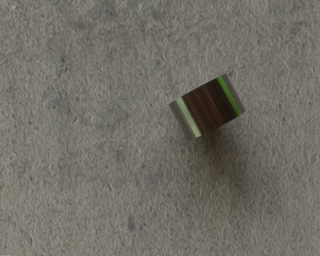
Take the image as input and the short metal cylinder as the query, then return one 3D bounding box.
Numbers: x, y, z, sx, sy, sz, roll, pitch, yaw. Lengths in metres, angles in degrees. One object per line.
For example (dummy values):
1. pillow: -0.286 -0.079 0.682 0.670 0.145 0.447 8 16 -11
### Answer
1. short metal cylinder: 0.058 -0.025 0.383 0.080 0.080 0.050 -28 90 0
